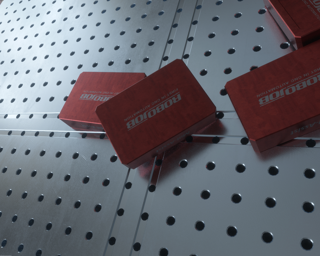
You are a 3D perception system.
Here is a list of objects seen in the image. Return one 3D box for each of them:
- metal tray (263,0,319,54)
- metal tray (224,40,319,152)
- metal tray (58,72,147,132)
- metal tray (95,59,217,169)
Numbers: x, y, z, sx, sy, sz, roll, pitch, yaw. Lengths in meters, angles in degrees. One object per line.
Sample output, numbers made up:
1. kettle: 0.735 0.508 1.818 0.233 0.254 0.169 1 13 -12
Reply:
1. metal tray: 0.193 -0.161 0.391 0.090 0.030 0.130 -25 49 17
2. metal tray: 0.150 -0.039 0.350 0.130 0.030 0.090 -24 53 12
3. metal tray: -0.083 -0.040 0.471 0.130 0.030 0.090 7 65 31
4. metal tray: -0.006 -0.018 0.395 0.130 0.030 0.090 -31 68 0
